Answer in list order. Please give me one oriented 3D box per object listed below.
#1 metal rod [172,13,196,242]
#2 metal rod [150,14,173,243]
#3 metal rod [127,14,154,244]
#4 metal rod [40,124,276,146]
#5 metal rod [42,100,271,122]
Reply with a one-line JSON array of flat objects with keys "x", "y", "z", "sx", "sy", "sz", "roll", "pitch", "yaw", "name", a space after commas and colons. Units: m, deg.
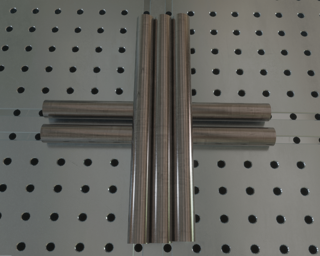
[{"x": 0.028, "y": -0.016, "z": 0.392, "sx": 0.025, "sy": 0.025, "sz": 0.299, "roll": 1, "pitch": 70, "yaw": 0, "name": "metal rod"}, {"x": 0.003, "y": -0.014, "z": 0.391, "sx": 0.025, "sy": 0.025, "sz": 0.299, "roll": 1, "pitch": 70, "yaw": 0, "name": "metal rod"}, {"x": -0.022, "y": -0.014, "z": 0.390, "sx": 0.025, "sy": 0.025, "sz": 0.299, "roll": 1, "pitch": 70, "yaw": 0, "name": "metal rod"}, {"x": -0.002, "y": 0.009, "z": 0.408, "sx": 0.302, "sy": 0.025, "sz": 0.025, "roll": 1, "pitch": 70, "yaw": 0, "name": "metal rod"}, {"x": -0.004, "y": -0.023, "z": 0.420, "sx": 0.302, "sy": 0.025, "sz": 0.025, "roll": 1, "pitch": 70, "yaw": 0, "name": "metal rod"}]
